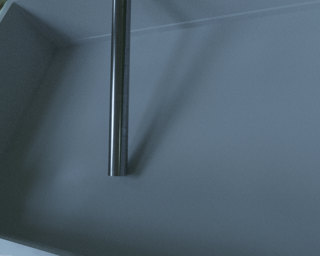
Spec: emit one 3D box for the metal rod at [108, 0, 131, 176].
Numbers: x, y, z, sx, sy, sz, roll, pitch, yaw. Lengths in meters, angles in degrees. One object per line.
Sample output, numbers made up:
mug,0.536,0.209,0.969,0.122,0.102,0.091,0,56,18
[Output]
metal rod,-0.052,-0.088,0.409,0.025,0.025,0.299,-1,86,28
